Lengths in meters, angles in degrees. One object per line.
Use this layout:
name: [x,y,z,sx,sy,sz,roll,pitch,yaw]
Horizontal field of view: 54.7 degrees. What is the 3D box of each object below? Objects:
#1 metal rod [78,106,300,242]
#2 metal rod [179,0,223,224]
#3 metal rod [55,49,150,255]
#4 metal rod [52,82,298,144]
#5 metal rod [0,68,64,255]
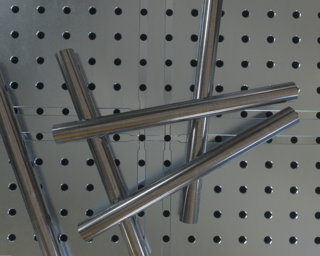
metal rod: [0.036,0.057,0.387,0.301,0.025,0.025,-29,90,-1]
metal rod: [0.055,-0.024,0.414,0.025,0.025,0.298,7,90,-1]
metal rod: [-0.075,0.040,0.412,0.025,0.025,0.299,-20,90,0]
metal rod: [0.019,-0.019,0.387,0.302,0.025,0.025,-10,90,-1]
metal rod: [-0.181,0.053,0.411,0.025,0.025,0.298,-19,90,0]
